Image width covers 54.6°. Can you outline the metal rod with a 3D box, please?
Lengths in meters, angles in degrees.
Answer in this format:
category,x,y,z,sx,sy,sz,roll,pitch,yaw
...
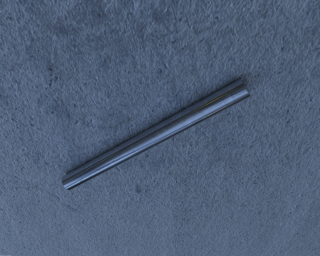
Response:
category,x,y,z,sx,sy,sz,roll,pitch,yaw
metal rod,-0.020,0.018,0.424,0.300,0.025,0.025,-28,125,22
